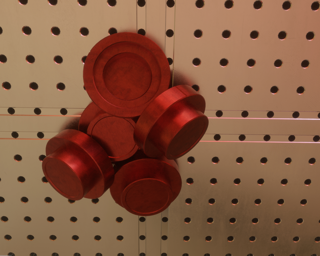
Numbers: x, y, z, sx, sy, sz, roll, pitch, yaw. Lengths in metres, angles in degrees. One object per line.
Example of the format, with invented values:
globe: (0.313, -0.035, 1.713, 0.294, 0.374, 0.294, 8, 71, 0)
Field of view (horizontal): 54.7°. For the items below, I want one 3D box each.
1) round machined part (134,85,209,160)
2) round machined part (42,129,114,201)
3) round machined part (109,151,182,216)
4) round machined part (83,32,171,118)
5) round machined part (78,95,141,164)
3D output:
round machined part: (0.020, 0.000, 0.373, 0.042, 0.099, 0.098, 45, 109, 28)
round machined part: (-0.111, 0.054, 0.397, 0.098, 0.042, 0.097, 17, 128, 24)
round machined part: (-0.019, 0.081, 0.421, 0.099, 0.042, 0.097, -3, 122, -5)
round machined part: (-0.039, -0.060, 0.370, 0.099, 0.042, 0.097, 0, 89, -6)
round machined part: (-0.057, 0.004, 0.404, 0.099, 0.042, 0.097, 0, 110, -1)
